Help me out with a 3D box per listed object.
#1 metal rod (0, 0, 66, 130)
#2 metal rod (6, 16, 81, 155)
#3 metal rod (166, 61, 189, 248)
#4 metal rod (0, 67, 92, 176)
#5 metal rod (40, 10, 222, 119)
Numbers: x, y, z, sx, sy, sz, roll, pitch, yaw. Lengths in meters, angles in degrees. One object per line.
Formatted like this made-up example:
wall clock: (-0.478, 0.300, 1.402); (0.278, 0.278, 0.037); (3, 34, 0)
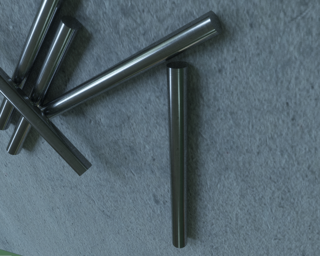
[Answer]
metal rod: (-0.197, -0.088, 0.452); (0.025, 0.025, 0.298); (43, 129, -2)
metal rod: (-0.189, -0.045, 0.475); (0.025, 0.025, 0.298); (42, 129, -1)
metal rod: (0.026, 0.057, 0.426); (0.025, 0.025, 0.298); (11, 123, 22)
metal rod: (-0.211, -0.047, 0.452); (0.300, 0.025, 0.025); (48, 128, -7)
metal rod: (-0.060, -0.065, 0.396); (0.300, 0.025, 0.025); (-19, 108, 35)
